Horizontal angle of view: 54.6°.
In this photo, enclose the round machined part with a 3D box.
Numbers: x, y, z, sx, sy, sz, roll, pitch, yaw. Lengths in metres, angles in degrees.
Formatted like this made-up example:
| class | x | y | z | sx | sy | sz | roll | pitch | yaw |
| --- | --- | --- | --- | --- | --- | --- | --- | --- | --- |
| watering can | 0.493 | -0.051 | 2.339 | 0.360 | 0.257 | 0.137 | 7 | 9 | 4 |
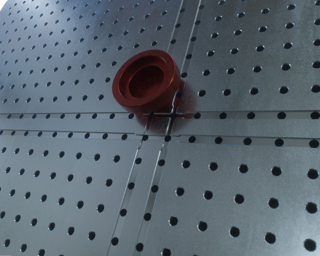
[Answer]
| class | x | y | z | sx | sy | sz | roll | pitch | yaw |
| --- | --- | --- | --- | --- | --- | --- | --- | --- | --- |
| round machined part | -0.016 | -0.061 | 0.444 | 0.098 | 0.042 | 0.098 | -13 | 56 | 21 |
